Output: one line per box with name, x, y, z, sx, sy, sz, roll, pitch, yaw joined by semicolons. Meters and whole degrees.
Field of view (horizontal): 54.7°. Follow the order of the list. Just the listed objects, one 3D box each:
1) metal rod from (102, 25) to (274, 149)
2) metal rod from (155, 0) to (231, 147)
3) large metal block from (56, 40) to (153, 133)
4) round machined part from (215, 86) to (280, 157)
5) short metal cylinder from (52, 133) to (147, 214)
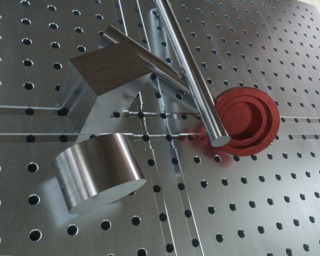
metal rod;0.047;-0.059;0.471;0.301;0.025;0.025;33;51;-7
metal rod;0.039;-0.103;0.465;0.025;0.025;0.299;3;52;-27
large metal block;-0.067;-0.049;0.368;0.081;0.080;0.050;-32;80;-38
round machined part;0.116;-0.011;0.446;0.098;0.098;0.042;33;10;-7
short metal cylinder;-0.061;0.047;0.313;0.081;0.080;0.050;-14;69;-34
